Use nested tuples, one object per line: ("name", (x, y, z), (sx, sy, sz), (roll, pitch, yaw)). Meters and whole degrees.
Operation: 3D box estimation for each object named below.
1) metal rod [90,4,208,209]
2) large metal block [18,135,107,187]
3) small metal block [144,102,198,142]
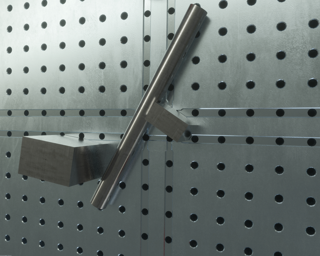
("metal rod", (-0.019, -0.022, 0.419), (0.025, 0.025, 0.299), (31, 100, 17))
("large metal block", (-0.132, 0.041, 0.430), (0.080, 0.080, 0.050), (10, 93, 19))
("small metal block", (0.016, -0.007, 0.394), (0.050, 0.050, 0.025), (36, 102, 16))
